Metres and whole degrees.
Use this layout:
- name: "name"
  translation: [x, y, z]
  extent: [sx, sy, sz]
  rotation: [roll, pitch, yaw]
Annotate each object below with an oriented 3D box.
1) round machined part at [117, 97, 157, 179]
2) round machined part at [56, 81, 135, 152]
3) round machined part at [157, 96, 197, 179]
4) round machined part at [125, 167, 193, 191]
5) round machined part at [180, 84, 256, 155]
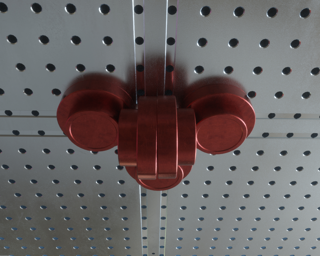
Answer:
- name: "round machined part"
  translation: [-0.025, 0.011, 0.365]
  extent: [0.042, 0.098, 0.097]
  rotation: [1, 130, -1]
- name: "round machined part"
  translation: [-0.081, -0.008, 0.392]
  extent: [0.099, 0.042, 0.097]
  rotation: [-1, 130, 0]
- name: "round machined part"
  translation: [0.019, 0.010, 0.366]
  extent: [0.042, 0.098, 0.097]
  rotation: [-1, 130, 0]
- name: "round machined part"
  translation: [-0.002, 0.053, 0.446]
  extent: [0.099, 0.042, 0.097]
  rotation: [-1, 130, 0]
- name: "round machined part"
  translation: [0.073, -0.004, 0.397]
  extent: [0.099, 0.042, 0.097]
  rotation: [-1, 130, 0]
